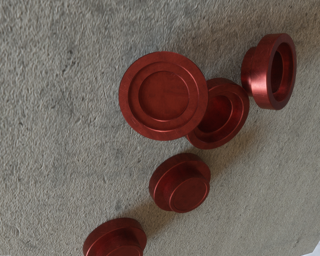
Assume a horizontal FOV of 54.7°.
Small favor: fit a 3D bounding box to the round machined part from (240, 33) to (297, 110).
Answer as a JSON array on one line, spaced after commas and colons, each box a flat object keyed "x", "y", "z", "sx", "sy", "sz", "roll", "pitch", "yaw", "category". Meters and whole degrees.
[{"x": 0.142, "y": -0.074, "z": 0.410, "sx": 0.099, "sy": 0.042, "sz": 0.097, "roll": -13, "pitch": 107, "yaw": -47, "category": "round machined part"}]

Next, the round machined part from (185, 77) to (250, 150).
[{"x": 0.068, "y": -0.023, "z": 0.418, "sx": 0.099, "sy": 0.042, "sz": 0.097, "roll": -15, "pitch": 126, "yaw": -21, "category": "round machined part"}]

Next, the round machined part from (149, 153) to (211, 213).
[{"x": 0.036, "y": 0.090, "z": 0.471, "sx": 0.099, "sy": 0.042, "sz": 0.097, "roll": -14, "pitch": 124, "yaw": -21, "category": "round machined part"}]

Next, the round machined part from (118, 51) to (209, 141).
[{"x": 0.005, "y": -0.037, "z": 0.356, "sx": 0.099, "sy": 0.042, "sz": 0.097, "roll": 1, "pitch": 100, "yaw": 4, "category": "round machined part"}]

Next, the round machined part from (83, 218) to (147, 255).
[{"x": -0.065, "y": 0.190, "z": 0.478, "sx": 0.099, "sy": 0.042, "sz": 0.097, "roll": -14, "pitch": 124, "yaw": -21, "category": "round machined part"}]
